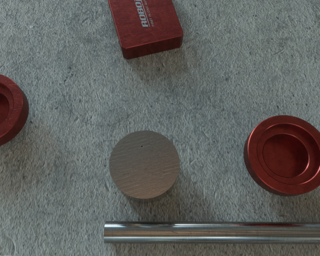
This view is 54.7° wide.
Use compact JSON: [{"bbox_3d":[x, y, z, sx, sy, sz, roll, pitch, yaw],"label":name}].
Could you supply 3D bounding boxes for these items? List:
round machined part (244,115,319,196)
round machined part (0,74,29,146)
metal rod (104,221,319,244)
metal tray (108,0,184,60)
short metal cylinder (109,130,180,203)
[{"bbox_3d":[0.154,0.037,0.388,0.099,0.042,0.098,0,70,-1],"label":"round machined part"},{"bbox_3d":[-0.220,-0.019,0.403,0.099,0.042,0.098,0,70,-1],"label":"round machined part"},{"bbox_3d":[0.087,0.123,0.364,0.302,0.025,0.025,0,70,-1],"label":"metal rod"},{"bbox_3d":[-0.026,-0.174,0.469,0.091,0.030,0.130,-15,71,-6],"label":"metal tray"},{"bbox_3d":[-0.018,0.049,0.377,0.081,0.050,0.080,0,70,0],"label":"short metal cylinder"}]
